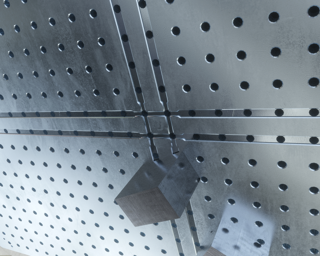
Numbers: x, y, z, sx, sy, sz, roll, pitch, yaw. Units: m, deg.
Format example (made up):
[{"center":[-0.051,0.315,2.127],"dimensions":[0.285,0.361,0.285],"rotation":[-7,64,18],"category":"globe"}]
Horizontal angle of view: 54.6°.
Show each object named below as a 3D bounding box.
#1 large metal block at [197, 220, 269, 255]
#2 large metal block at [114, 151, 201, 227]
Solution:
[{"center":[0.103,0.199,0.464],"dimensions":[0.080,0.050,0.079],"rotation":[30,128,9],"category":"large metal block"},{"center":[-0.002,0.084,0.429],"dimensions":[0.080,0.080,0.050],"rotation":[-24,105,36],"category":"large metal block"}]
